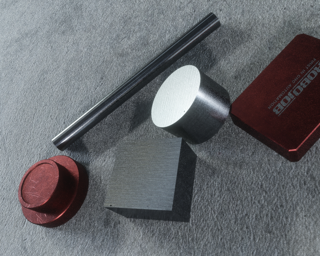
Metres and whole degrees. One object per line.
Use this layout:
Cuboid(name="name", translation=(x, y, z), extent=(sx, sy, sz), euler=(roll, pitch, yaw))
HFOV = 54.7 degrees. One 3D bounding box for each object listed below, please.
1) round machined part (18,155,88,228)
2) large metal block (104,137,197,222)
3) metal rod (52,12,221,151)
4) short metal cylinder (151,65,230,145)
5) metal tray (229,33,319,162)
Cuboid(name="round machined part", translation=(-0.150, 0.081, 0.420), extent=(0.098, 0.042, 0.098), euler=(-13, 56, 20))
Cuboid(name="large metal block", translation=(-0.008, 0.059, 0.355), extent=(0.080, 0.050, 0.080), euler=(-4, 60, 26))
Cuboid(name="metal rod", translation=(-0.036, -0.068, 0.462), extent=(0.300, 0.025, 0.025), euler=(-38, 51, 2))
Cuboid(name="short metal cylinder", translation=(0.035, -0.027, 0.366), extent=(0.080, 0.050, 0.080), euler=(-35, 40, 36))
Cuboid(name="metal tray", translation=(0.153, -0.038, 0.343), extent=(0.130, 0.030, 0.090), euler=(-46, 52, -5))
